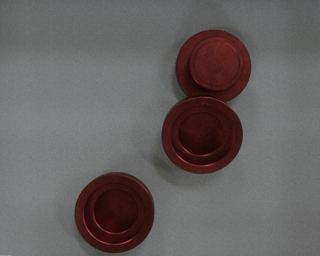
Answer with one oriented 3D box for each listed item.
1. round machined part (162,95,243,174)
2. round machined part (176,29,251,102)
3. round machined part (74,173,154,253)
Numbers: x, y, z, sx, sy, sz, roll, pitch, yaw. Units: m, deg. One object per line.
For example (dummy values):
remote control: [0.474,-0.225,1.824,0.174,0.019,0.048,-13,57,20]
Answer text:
round machined part: [0.052,0.006,0.396,0.099,0.042,0.097,1,104,2]
round machined part: [0.070,-0.080,0.403,0.099,0.042,0.097,0,90,0]
round machined part: [-0.056,0.106,0.402,0.099,0.042,0.097,0,90,0]
